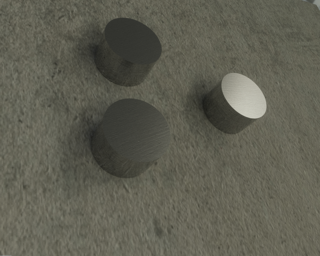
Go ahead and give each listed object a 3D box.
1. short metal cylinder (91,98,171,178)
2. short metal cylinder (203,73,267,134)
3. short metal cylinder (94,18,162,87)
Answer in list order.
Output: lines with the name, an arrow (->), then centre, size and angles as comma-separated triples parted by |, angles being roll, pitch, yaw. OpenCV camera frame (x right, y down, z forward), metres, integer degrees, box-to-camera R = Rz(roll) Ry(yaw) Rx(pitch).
short metal cylinder -> -0.035, 0.012, 0.363 | 0.081, 0.050, 0.080 | 14, 56, -21
short metal cylinder -> 0.114, -0.037, 0.474 | 0.081, 0.050, 0.080 | 14, 56, -21
short metal cylinder -> -0.045, -0.104, 0.429 | 0.081, 0.050, 0.080 | 14, 56, -21
